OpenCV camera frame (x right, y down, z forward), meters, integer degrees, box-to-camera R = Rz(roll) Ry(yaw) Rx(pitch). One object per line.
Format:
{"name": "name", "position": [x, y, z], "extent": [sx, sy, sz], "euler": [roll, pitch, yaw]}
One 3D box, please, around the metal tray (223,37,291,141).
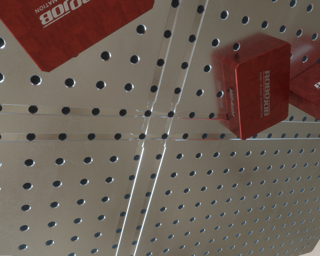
{"name": "metal tray", "position": [0.143, -0.054, 0.451], "extent": [0.090, 0.030, 0.129], "euler": [-25, 128, -13]}

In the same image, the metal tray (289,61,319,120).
{"name": "metal tray", "position": [0.270, -0.069, 0.472], "extent": [0.130, 0.090, 0.030], "euler": [-33, 129, -7]}

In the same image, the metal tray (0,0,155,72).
{"name": "metal tray", "position": [-0.080, -0.124, 0.287], "extent": [0.130, 0.030, 0.090], "euler": [-34, 129, -6]}
